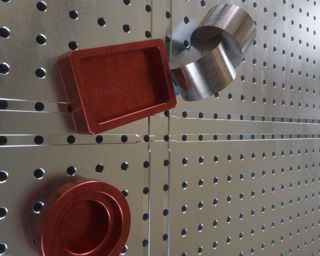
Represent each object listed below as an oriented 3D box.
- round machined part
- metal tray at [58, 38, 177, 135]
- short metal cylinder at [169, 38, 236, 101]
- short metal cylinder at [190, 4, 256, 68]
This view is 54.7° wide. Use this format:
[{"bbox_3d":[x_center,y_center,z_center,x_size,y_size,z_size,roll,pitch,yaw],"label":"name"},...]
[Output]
[{"bbox_3d":[-0.083,0.102,0.328,0.099,0.042,0.097,0,90,-40],"label":"round machined part"},{"bbox_3d":[-0.044,-0.053,0.368,0.131,0.030,0.089,-21,104,-38],"label":"metal tray"},{"bbox_3d":[0.055,-0.079,0.419,0.080,0.080,0.050,-45,118,-30],"label":"short metal cylinder"},{"bbox_3d":[0.091,-0.130,0.449,0.080,0.080,0.050,48,61,-29],"label":"short metal cylinder"}]
